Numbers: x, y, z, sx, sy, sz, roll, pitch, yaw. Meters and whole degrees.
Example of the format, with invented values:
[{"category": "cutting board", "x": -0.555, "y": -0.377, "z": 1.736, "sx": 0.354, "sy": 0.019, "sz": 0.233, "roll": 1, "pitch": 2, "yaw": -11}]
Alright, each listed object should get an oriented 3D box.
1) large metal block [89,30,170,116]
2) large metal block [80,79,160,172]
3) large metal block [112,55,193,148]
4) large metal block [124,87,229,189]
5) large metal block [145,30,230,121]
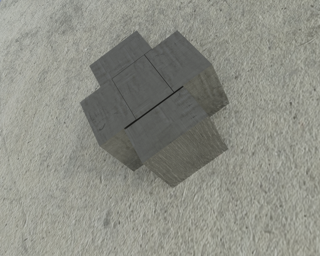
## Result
[{"category": "large metal block", "x": -0.036, "y": -0.073, "z": 0.433, "sx": 0.080, "sy": 0.080, "sz": 0.050, "roll": -36, "pitch": 51, "yaw": 4}, {"category": "large metal block", "x": -0.047, "y": -0.002, "z": 0.395, "sx": 0.050, "sy": 0.080, "sz": 0.080, "roll": -36, "pitch": 51, "yaw": 4}, {"category": "large metal block", "x": -0.006, "y": -0.031, "z": 0.392, "sx": 0.050, "sy": 0.080, "sz": 0.080, "roll": -36, "pitch": 51, "yaw": 4}, {"category": "large metal block", "x": 0.021, "y": 0.014, "z": 0.350, "sx": 0.080, "sy": 0.080, "sz": 0.050, "roll": -36, "pitch": 51, "yaw": 4}, {"category": "large metal block", "x": 0.035, "y": -0.061, "z": 0.389, "sx": 0.050, "sy": 0.080, "sz": 0.080, "roll": -36, "pitch": 51, "yaw": 4}]
